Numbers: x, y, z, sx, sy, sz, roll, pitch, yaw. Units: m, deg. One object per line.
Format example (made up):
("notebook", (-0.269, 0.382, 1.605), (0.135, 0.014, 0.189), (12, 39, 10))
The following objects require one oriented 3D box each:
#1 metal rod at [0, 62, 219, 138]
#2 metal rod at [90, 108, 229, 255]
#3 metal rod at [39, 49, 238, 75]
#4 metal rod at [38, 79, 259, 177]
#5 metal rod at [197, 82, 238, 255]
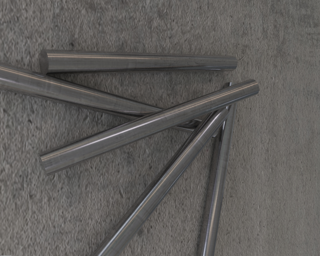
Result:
("metal rod", (-0.035, -0.023, 0.375), (0.302, 0.025, 0.025), (13, 82, -39))
("metal rod", (-0.005, 0.079, 0.381), (0.301, 0.025, 0.025), (-48, 119, -23))
("metal rod", (0.000, -0.085, 0.403), (0.302, 0.025, 0.025), (-10, 96, -40))
("metal rod", (0.008, -0.011, 0.377), (0.302, 0.025, 0.025), (-21, 104, -28))
("metal rod", (0.090, 0.075, 0.479), (0.025, 0.025, 0.299), (18, 79, -39))
